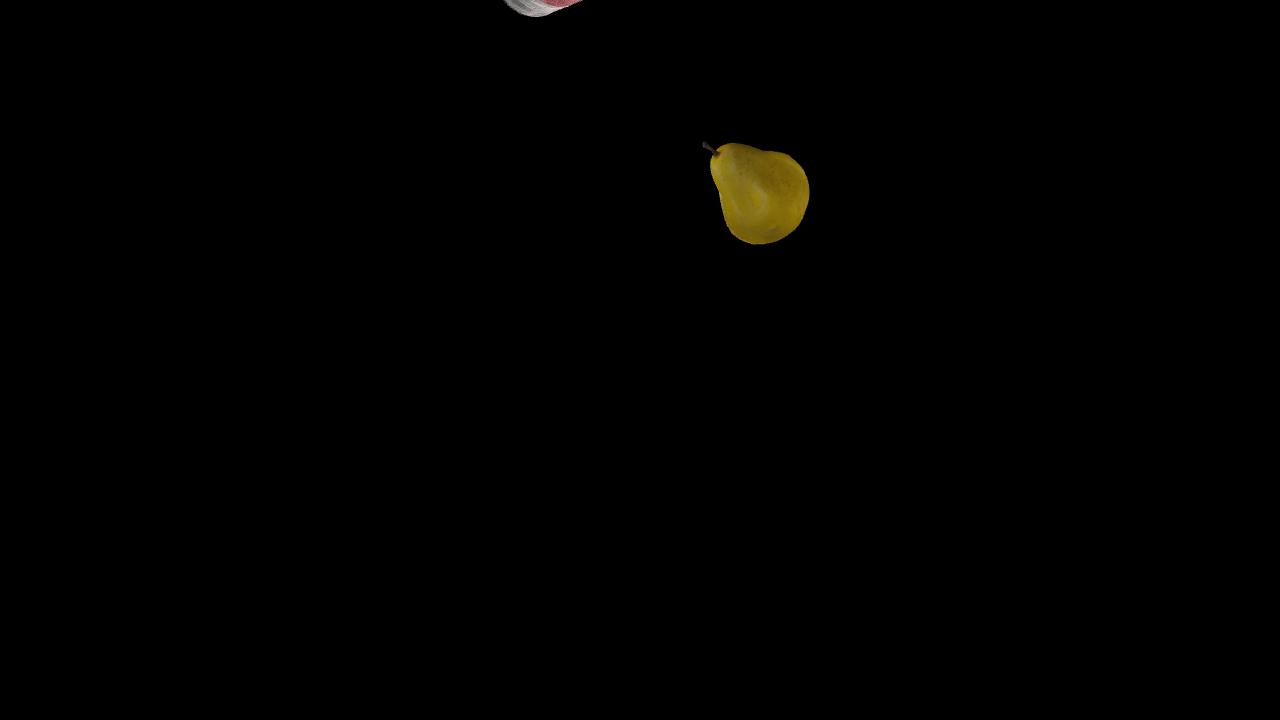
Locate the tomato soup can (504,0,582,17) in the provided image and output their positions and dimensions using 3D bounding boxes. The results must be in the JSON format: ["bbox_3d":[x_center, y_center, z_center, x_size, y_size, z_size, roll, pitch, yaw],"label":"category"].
[{"bbox_3d":[-0.066,-0.301,0.461,0.068,0.068,0.101,0,18,-30],"label":"tomato soup can"}]

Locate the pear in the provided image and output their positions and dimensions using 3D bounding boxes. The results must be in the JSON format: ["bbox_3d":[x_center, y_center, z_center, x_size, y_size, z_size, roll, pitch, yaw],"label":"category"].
[{"bbox_3d":[0.089,-0.152,0.517,0.111,0.080,0.080,40,-21,-28],"label":"pear"}]
